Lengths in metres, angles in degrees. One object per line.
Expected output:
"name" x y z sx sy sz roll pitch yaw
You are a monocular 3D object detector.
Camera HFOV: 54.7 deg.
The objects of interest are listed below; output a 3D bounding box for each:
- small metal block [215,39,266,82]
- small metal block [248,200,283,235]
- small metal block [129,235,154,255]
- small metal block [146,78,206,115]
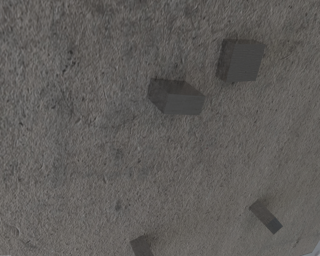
"small metal block" 0.106 -0.089 0.409 0.050 0.025 0.050 -7 122 -25
"small metal block" 0.210 0.177 0.615 0.025 0.050 0.050 -43 129 1
"small metal block" -0.024 0.215 0.510 0.025 0.050 0.050 -23 127 -15
"small metal block" 0.018 -0.038 0.377 0.050 0.050 0.025 0 118 -29
